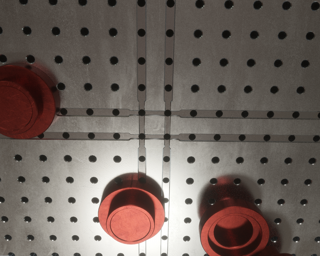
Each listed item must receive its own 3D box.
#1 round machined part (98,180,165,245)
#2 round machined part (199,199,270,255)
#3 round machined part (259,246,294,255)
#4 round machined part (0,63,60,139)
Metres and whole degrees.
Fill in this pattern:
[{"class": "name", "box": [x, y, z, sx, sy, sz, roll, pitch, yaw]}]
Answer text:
[{"class": "round machined part", "box": [-0.041, 0.129, 0.451, 0.099, 0.042, 0.097, 0, 110, -1]}, {"class": "round machined part", "box": [0.107, 0.147, 0.459, 0.099, 0.042, 0.097, 0, 108, 0]}, {"class": "round machined part", "box": [0.160, 0.218, 0.474, 0.099, 0.042, 0.097, -10, 132, -12]}, {"class": "round machined part", "box": [-0.182, -0.030, 0.391, 0.099, 0.042, 0.097, 0, 110, -1]}]
